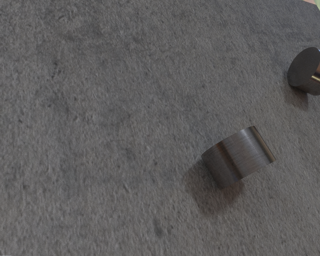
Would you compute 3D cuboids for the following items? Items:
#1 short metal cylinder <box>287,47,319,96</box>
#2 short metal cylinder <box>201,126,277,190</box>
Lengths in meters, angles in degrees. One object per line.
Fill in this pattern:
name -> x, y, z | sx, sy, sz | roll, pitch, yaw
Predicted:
short metal cylinder -> 0.295, -0.109, 0.597 | 0.050, 0.080, 0.080 | 20, 54, -17
short metal cylinder -> 0.101, 0.039, 0.401 | 0.081, 0.080, 0.050 | -17, 71, -35
